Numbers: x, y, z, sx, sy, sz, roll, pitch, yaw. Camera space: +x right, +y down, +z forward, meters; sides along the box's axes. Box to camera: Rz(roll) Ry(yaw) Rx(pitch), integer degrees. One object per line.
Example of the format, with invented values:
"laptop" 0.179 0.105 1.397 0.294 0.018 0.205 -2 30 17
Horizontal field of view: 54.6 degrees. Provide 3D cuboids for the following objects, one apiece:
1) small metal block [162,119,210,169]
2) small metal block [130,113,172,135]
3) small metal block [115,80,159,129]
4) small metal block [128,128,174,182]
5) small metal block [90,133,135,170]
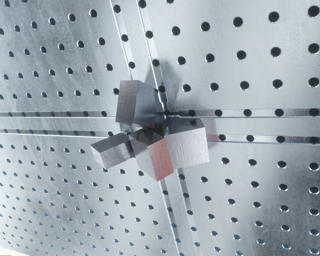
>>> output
"small metal block" 0.033 0.021 0.393 0.050 0.025 0.050 -12 116 -1
"small metal block" -0.009 0.008 0.422 0.050 0.025 0.050 3 120 27
"small metal block" -0.027 -0.028 0.379 0.025 0.050 0.050 3 84 27
"small metal block" -0.011 0.032 0.390 0.050 0.025 0.050 26 137 55
"small metal block" -0.064 0.031 0.435 0.050 0.050 0.025 19 129 61
